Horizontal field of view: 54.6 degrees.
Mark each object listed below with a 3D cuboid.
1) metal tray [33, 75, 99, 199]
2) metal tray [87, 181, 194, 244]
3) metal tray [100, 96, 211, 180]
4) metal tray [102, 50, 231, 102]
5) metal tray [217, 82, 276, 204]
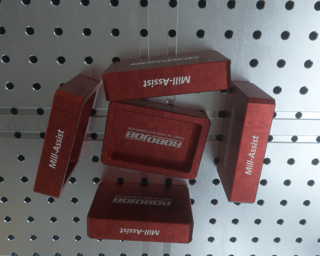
[{"bbox_3d":[-0.113,0.008,0.381,0.030,0.090,0.129,17,109,-6],"label":"metal tray"},{"bbox_3d":[-0.024,0.111,0.419,0.131,0.090,0.030,4,110,-1],"label":"metal tray"},{"bbox_3d":[-0.007,0.014,0.415,0.131,0.030,0.089,10,110,-4],"label":"metal tray"},{"bbox_3d":[0.007,-0.062,0.355,0.131,0.090,0.030,-6,110,2],"label":"metal tray"},{"bbox_3d":[0.101,0.015,0.385,0.030,0.090,0.129,4,110,-2],"label":"metal tray"}]
